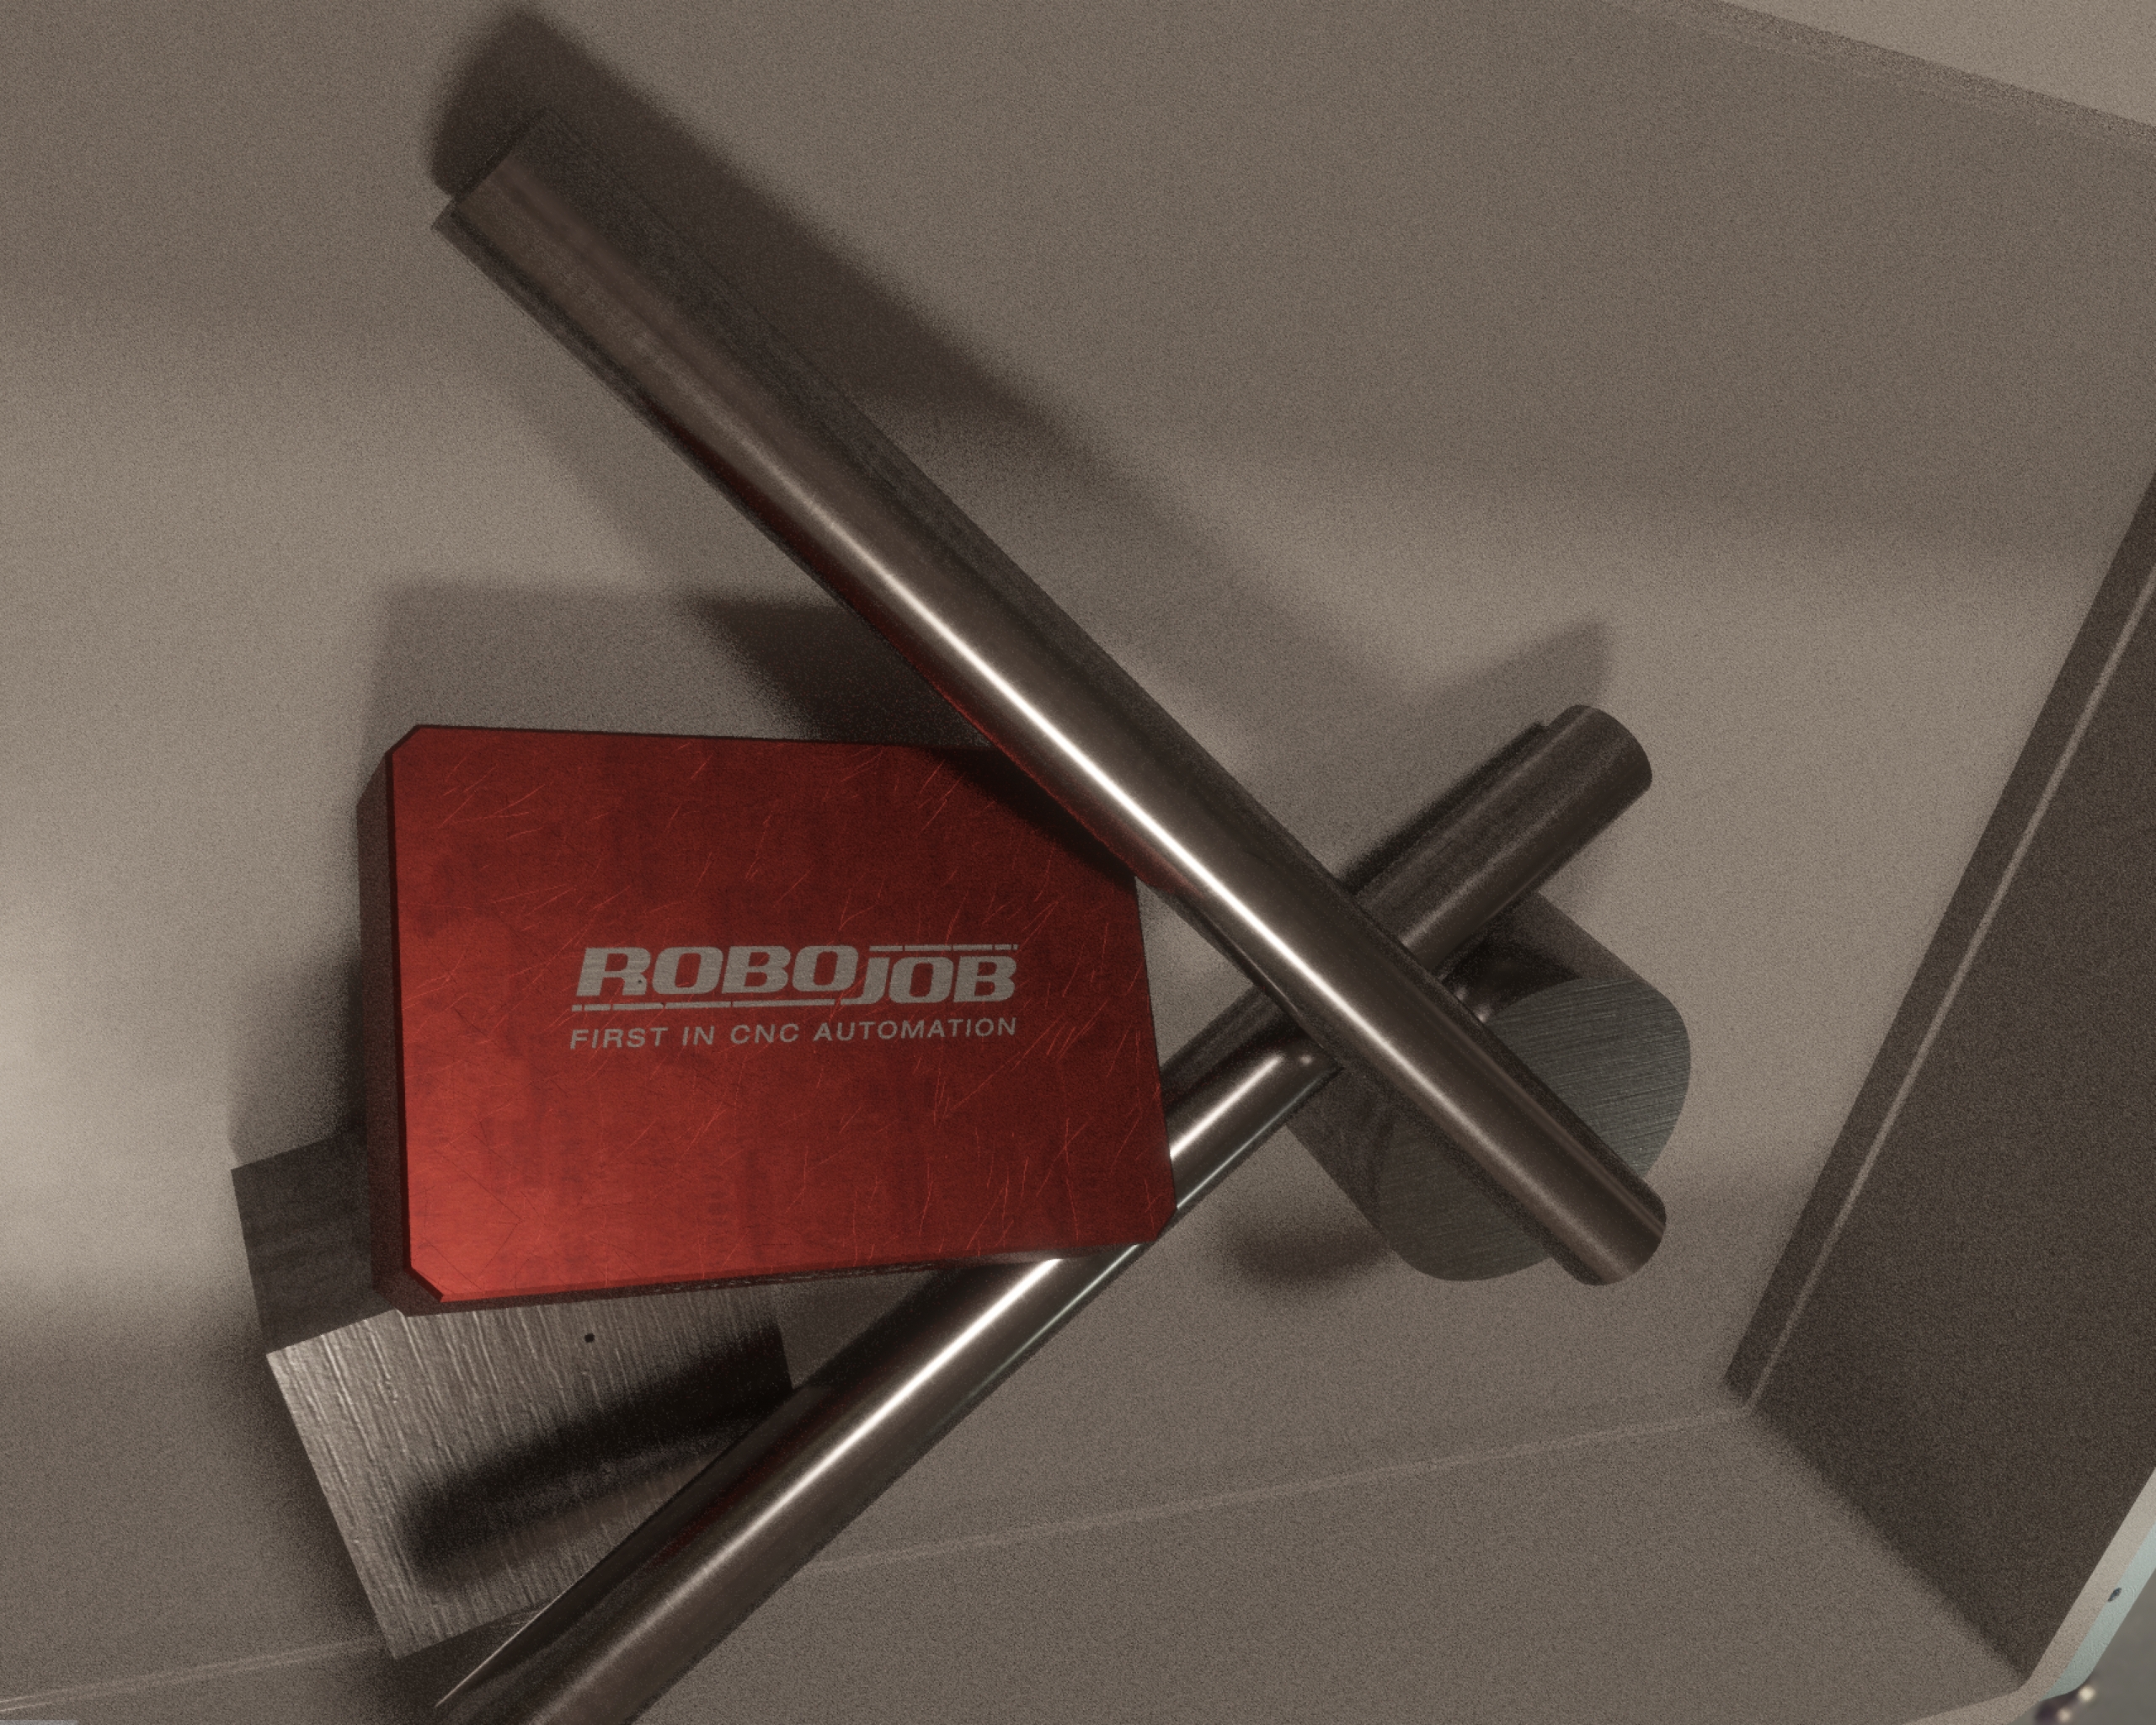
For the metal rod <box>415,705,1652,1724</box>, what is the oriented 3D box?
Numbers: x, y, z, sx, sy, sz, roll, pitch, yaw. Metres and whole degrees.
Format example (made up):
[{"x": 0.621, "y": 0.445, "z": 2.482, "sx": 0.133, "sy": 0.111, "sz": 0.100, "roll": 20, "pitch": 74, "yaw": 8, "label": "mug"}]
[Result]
[{"x": 0.005, "y": 0.066, "z": 0.404, "sx": 0.301, "sy": 0.025, "sz": 0.025, "roll": -39, "pitch": 131, "yaw": -20, "label": "metal rod"}]

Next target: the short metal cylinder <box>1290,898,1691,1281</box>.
[{"x": 0.089, "y": 0.047, "z": 0.469, "sx": 0.081, "sy": 0.050, "sz": 0.079, "roll": -14, "pitch": 125, "yaw": -21, "label": "short metal cylinder"}]

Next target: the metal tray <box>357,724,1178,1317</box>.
[{"x": -0.051, "y": 0.026, "z": 0.357, "sx": 0.131, "sy": 0.030, "sz": 0.090, "roll": 1, "pitch": 74, "yaw": -28, "label": "metal tray"}]

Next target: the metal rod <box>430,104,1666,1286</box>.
[{"x": 0.014, "y": -0.011, "z": 0.371, "sx": 0.025, "sy": 0.025, "sz": 0.300, "roll": -46, "pitch": 117, "yaw": 4, "label": "metal rod"}]

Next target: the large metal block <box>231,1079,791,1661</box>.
[{"x": -0.101, "y": 0.088, "z": 0.387, "sx": 0.081, "sy": 0.050, "sz": 0.079, "roll": -18, "pitch": 126, "yaw": -19, "label": "large metal block"}]
